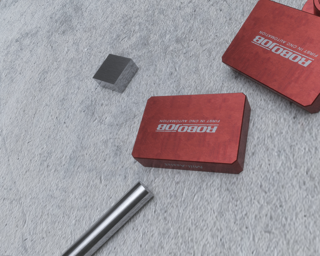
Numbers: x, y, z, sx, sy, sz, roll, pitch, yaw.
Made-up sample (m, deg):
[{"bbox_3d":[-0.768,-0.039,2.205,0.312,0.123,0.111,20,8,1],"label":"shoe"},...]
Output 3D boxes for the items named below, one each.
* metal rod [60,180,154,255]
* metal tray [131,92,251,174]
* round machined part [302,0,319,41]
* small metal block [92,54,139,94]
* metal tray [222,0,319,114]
[{"bbox_3d":[-0.125,0.175,0.360,0.300,0.025,0.025,-44,51,-3],"label":"metal rod"},{"bbox_3d":[0.038,0.004,0.377,0.130,0.030,0.090,1,62,28],"label":"metal tray"},{"bbox_3d":[0.219,-0.141,0.365,0.098,0.042,0.098,-13,56,20],"label":"round machined part"},{"bbox_3d":[-0.070,-0.087,0.492,0.050,0.025,0.050,21,73,35],"label":"small metal block"},{"bbox_3d":[0.147,-0.087,0.358,0.130,0.030,0.090,42,105,38],"label":"metal tray"}]
